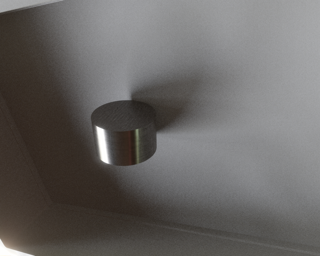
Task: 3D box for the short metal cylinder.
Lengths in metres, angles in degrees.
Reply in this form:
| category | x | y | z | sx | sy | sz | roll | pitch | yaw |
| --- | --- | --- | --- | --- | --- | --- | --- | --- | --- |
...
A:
| category | x | y | z | sx | sy | sz | roll | pitch | yaw |
| --- | --- | --- | --- | --- | --- | --- | --- | --- | --- |
| short metal cylinder | -0.045 | 0.004 | 0.398 | 0.080 | 0.080 | 0.050 | 13 | 124 | 21 |
